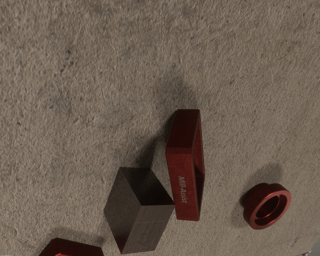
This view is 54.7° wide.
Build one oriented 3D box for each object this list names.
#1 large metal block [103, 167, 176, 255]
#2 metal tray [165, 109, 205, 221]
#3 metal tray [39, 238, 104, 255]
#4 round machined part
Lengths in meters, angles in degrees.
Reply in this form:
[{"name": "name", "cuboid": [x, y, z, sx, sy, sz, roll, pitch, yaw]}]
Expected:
[{"name": "large metal block", "cuboid": [-0.031, 0.110, 0.424, 0.050, 0.080, 0.079, 8, 115, -32]}, {"name": "metal tray", "cuboid": [0.038, 0.050, 0.418, 0.030, 0.090, 0.129, 1, 127, 15]}, {"name": "metal tray", "cuboid": [-0.154, 0.229, 0.462, 0.090, 0.030, 0.130, 33, 100, -39]}, {"name": "round machined part", "cuboid": [0.201, 0.146, 0.599, 0.099, 0.042, 0.097, -14, 125, -21]}]
